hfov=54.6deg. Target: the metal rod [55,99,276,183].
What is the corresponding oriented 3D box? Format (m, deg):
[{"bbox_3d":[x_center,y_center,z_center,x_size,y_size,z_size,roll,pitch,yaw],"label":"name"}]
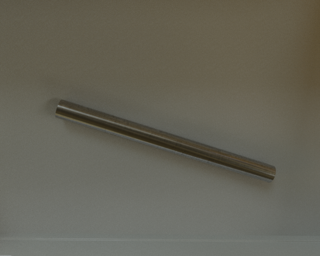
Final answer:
[{"bbox_3d":[0.013,0.020,0.417,0.302,0.025,0.025,17,109,-7],"label":"metal rod"}]
